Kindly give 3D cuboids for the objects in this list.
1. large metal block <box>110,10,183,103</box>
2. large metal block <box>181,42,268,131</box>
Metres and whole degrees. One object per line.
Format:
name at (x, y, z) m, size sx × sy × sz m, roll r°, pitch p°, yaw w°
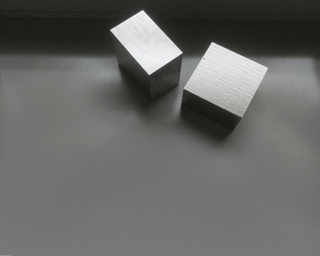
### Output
large metal block at (-0.017, -0.092, 0.414) m, size 0.050 × 0.080 × 0.080 m, roll -36°, pitch 74°, yaw -12°
large metal block at (0.085, -0.055, 0.417) m, size 0.080 × 0.050 × 0.080 m, roll 28°, pitch 72°, yaw 10°
